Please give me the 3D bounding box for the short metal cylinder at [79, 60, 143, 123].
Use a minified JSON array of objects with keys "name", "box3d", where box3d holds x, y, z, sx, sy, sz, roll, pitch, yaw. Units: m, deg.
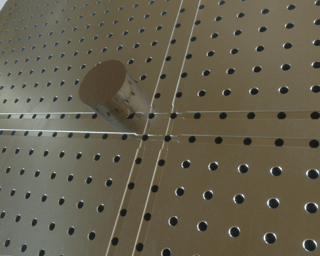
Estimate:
[{"name":"short metal cylinder","box3d":[-0.073,-0.055,0.465,0.080,0.050,0.080,-13,56,21]}]
